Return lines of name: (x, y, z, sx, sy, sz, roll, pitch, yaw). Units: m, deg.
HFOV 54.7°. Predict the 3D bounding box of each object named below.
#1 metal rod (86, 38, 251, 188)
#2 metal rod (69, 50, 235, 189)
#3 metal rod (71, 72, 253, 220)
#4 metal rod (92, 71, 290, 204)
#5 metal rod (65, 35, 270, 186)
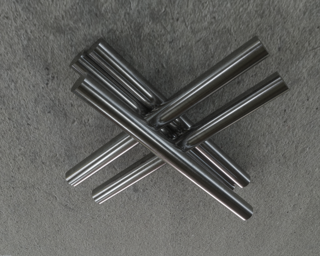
metal rod: (0.029, -0.003, 0.406, 0.025, 0.025, 0.301, -34, 123, 25)
metal rod: (0.008, 0.008, 0.415, 0.025, 0.025, 0.301, -34, 123, 25)
metal rod: (0.022, 0.038, 0.376, 0.025, 0.025, 0.301, -35, 122, 26)
metal rod: (0.021, 0.025, 0.397, 0.299, 0.025, 0.025, -34, 123, 25)
metal rod: (-0.010, -0.006, 0.371, 0.299, 0.025, 0.025, -34, 123, 25)
